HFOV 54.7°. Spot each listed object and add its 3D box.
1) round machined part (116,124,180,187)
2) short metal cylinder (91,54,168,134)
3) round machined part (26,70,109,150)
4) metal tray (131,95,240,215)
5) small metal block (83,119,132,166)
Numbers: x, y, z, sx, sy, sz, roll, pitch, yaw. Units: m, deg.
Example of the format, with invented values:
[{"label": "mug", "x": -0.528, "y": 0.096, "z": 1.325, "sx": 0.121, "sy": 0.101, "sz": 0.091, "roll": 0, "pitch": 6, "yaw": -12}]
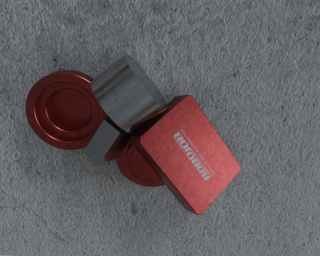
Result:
[{"label": "round machined part", "x": -0.011, "y": 0.037, "z": 0.415, "sx": 0.099, "sy": 0.042, "sz": 0.097, "roll": 0, "pitch": 110, "yaw": -1}, {"label": "short metal cylinder", "x": -0.035, "y": -0.040, "z": 0.367, "sx": 0.050, "sy": 0.080, "sz": 0.080, "roll": -36, "pitch": 107, "yaw": 12}, {"label": "round machined part", "x": -0.112, "y": -0.025, "z": 0.391, "sx": 0.099, "sy": 0.042, "sz": 0.097, "roll": 0, "pitch": 110, "yaw": -1}, {"label": "metal tray", "x": 0.036, "y": 0.034, "z": 0.398, "sx": 0.090, "sy": 0.030, "sz": 0.130, "roll": -43, "pitch": 108, "yaw": -19}, {"label": "small metal block", "x": -0.060, "y": 0.015, "z": 0.383, "sx": 0.025, "sy": 0.050, "sz": 0.050, "roll": 39, "pitch": 107, "yaw": 12}]
